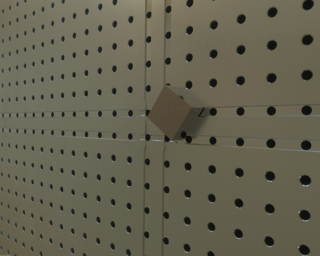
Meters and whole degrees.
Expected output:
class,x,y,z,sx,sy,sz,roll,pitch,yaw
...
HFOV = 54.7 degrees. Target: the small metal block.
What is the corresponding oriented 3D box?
class,x,y,z,sx,sy,sz,roll,pitch,yaw
small metal block,0.018,-0.019,0.393,0.050,0.025,0.050,44,116,31
